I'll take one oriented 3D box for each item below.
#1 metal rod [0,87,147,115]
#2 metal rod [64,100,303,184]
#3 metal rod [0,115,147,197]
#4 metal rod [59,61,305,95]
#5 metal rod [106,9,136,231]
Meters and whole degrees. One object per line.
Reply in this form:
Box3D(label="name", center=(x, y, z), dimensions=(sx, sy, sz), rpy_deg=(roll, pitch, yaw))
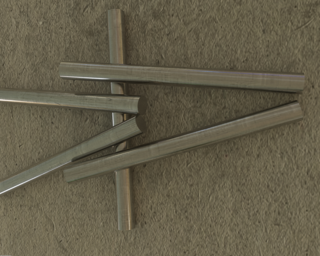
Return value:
Box3D(label="metal rod", center=(-0.158, -0.042, 0.449), dimensions=(0.301, 0.025, 0.025), rpy_deg=(6, 92, 25))
Box3D(label="metal rod", center=(0.018, 0.022, 0.386), dimensions=(0.301, 0.025, 0.025), rpy_deg=(-17, 85, 12))
Box3D(label="metal rod", center=(-0.149, 0.050, 0.446), dimensions=(0.300, 0.025, 0.025), rpy_deg=(-24, 82, 23))
Box3D(label="metal rod", center=(0.016, -0.065, 0.387), dimensions=(0.301, 0.025, 0.025), rpy_deg=(5, 92, 13))
Box3D(label="metal rod", center=(-0.054, -0.012, 0.428), dimensions=(0.025, 0.025, 0.298), rpy_deg=(-3, 89, 19))
